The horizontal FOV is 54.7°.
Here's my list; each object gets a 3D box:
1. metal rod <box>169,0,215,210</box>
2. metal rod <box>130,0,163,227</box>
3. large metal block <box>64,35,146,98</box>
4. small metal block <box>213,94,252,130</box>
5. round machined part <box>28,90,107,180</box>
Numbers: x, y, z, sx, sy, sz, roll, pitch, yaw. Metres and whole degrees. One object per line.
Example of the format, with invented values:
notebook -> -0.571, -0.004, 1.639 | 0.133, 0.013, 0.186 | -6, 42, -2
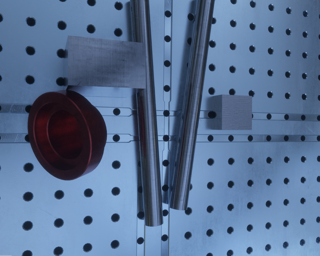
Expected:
metal rod -> 0.045, -0.038, 0.430 | 0.025, 0.025, 0.298 | 9, 87, -20
metal rod -> -0.017, -0.022, 0.407 | 0.025, 0.025, 0.298 | -4, 92, -20
large metal block -> -0.067, -0.066, 0.358 | 0.081, 0.080, 0.050 | 0, 88, -20
small metal block -> 0.106, -0.022, 0.453 | 0.050, 0.025, 0.050 | 0, 90, -21
round machined part -> -0.099, 0.006, 0.348 | 0.042, 0.098, 0.097 | -21, 99, -56
